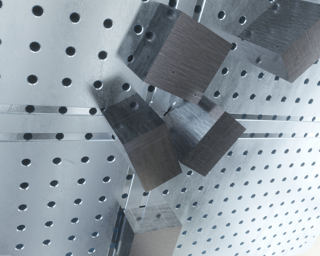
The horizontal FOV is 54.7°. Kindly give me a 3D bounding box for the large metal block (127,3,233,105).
[{"bbox_3d":[0.022,-0.083,0.357,0.080,0.050,0.080,19,108,-36],"label":"large metal block"}]

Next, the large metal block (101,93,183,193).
[{"bbox_3d":[-0.022,0.017,0.375,0.050,0.080,0.080,-28,128,-11],"label":"large metal block"}]

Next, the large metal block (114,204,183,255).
[{"bbox_3d":[-0.020,0.173,0.493,0.081,0.050,0.079,0,119,-29],"label":"large metal block"}]

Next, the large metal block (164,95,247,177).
[{"bbox_3d":[0.049,0.002,0.406,0.050,0.080,0.080,33,100,-39],"label":"large metal block"}]

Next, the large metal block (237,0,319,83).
[{"bbox_3d":[0.162,-0.115,0.395,0.080,0.080,0.050,-42,130,1],"label":"large metal block"}]
